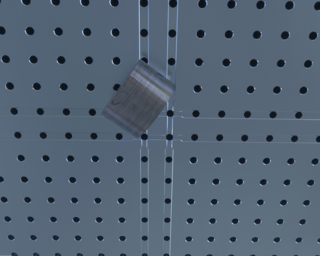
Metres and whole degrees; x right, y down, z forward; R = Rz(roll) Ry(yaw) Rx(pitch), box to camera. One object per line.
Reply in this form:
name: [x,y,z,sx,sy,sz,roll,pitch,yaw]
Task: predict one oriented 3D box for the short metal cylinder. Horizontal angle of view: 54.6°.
short metal cylinder: [-0.027,-0.035,0.371,0.050,0.080,0.080,35,106,-12]
